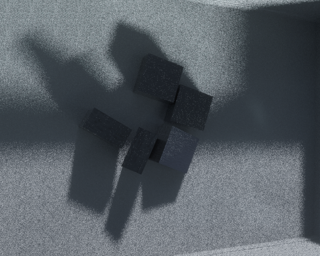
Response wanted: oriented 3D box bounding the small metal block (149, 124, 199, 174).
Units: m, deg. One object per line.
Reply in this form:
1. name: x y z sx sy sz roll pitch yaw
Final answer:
1. small metal block: 0.019 0.028 0.410 0.050 0.025 0.050 26 81 -35

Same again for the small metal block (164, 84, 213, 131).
1. small metal block: 0.039 -0.027 0.425 0.050 0.025 0.050 18 84 -19

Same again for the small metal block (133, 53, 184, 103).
1. small metal block: -0.003 -0.064 0.409 0.050 0.025 0.050 18 84 -19

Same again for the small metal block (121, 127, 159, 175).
1. small metal block: -0.025 0.029 0.385 0.025 0.050 0.050 24 82 -2

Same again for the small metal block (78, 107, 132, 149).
1. small metal block: -0.067 0.000 0.372 0.050 0.050 0.025 32 80 -17
